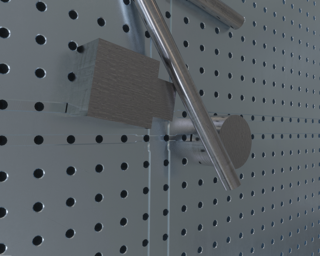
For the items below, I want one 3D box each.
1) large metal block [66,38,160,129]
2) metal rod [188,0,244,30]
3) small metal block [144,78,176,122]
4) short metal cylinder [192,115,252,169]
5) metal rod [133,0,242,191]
[{"bbox_3d":[-0.051,-0.045,0.350,0.081,0.050,0.080,12,82,-39],"label":"large metal block"},{"bbox_3d":[0.016,-0.204,0.422,0.302,0.025,0.025,14,81,-39],"label":"metal rod"},{"bbox_3d":[-0.007,-0.037,0.403,0.050,0.025,0.050,13,82,-39],"label":"small metal block"},{"bbox_3d":[0.095,0.020,0.473,0.081,0.050,0.079,0,90,-40],"label":"short metal cylinder"},{"bbox_3d":[0.033,-0.053,0.402,0.025,0.025,0.299,-33,100,-35],"label":"metal rod"}]
